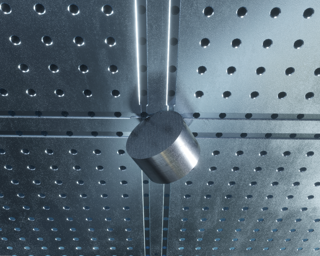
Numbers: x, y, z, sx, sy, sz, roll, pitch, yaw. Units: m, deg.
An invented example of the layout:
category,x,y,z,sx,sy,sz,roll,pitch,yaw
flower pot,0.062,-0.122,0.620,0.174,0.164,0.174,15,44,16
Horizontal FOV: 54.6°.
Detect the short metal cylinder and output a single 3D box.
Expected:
category,x,y,z,sx,sy,sz,roll,pitch,yaw
short metal cylinder,0.004,0.024,0.394,0.080,0.080,0.050,-22,126,18
